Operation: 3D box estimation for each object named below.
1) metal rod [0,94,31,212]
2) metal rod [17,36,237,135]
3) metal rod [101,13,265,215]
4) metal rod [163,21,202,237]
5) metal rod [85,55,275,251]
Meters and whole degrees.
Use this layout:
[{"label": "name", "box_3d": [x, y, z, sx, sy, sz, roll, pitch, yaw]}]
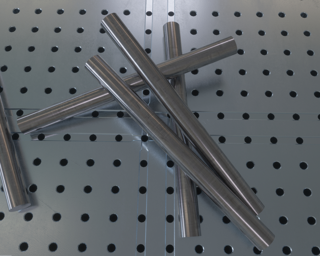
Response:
[{"label": "metal rod", "box_3d": [-0.228, -0.033, 0.422, 0.025, 0.025, 0.299, -22, 72, -8]}, {"label": "metal rod", "box_3d": [-0.042, -0.057, 0.413, 0.301, 0.025, 0.025, -21, 71, 0]}, {"label": "metal rod", "box_3d": [0.026, -0.018, 0.384, 0.025, 0.025, 0.300, -37, 87, -12]}, {"label": "metal rod", "box_3d": [0.027, -0.012, 0.416, 0.025, 0.025, 0.299, -3, 70, -1]}, {"label": "metal rod", "box_3d": [0.018, 0.023, 0.372, 0.025, 0.025, 0.300, -42, 82, -14]}]
